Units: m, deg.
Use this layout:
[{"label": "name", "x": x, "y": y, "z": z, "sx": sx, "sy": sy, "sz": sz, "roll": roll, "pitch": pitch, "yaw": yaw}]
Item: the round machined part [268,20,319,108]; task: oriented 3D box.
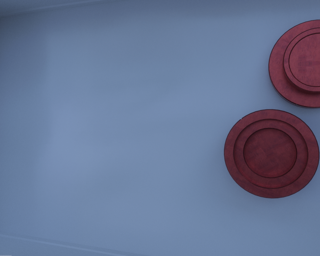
[{"label": "round machined part", "x": 0.171, "y": -0.071, "z": 0.341, "sx": 0.098, "sy": 0.042, "sz": 0.097, "roll": 0, "pitch": 90, "yaw": 20}]

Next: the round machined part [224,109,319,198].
[{"label": "round machined part", "x": 0.126, "y": 0.028, "z": 0.357, "sx": 0.098, "sy": 0.042, "sz": 0.097, "roll": 0, "pitch": 90, "yaw": 20}]
